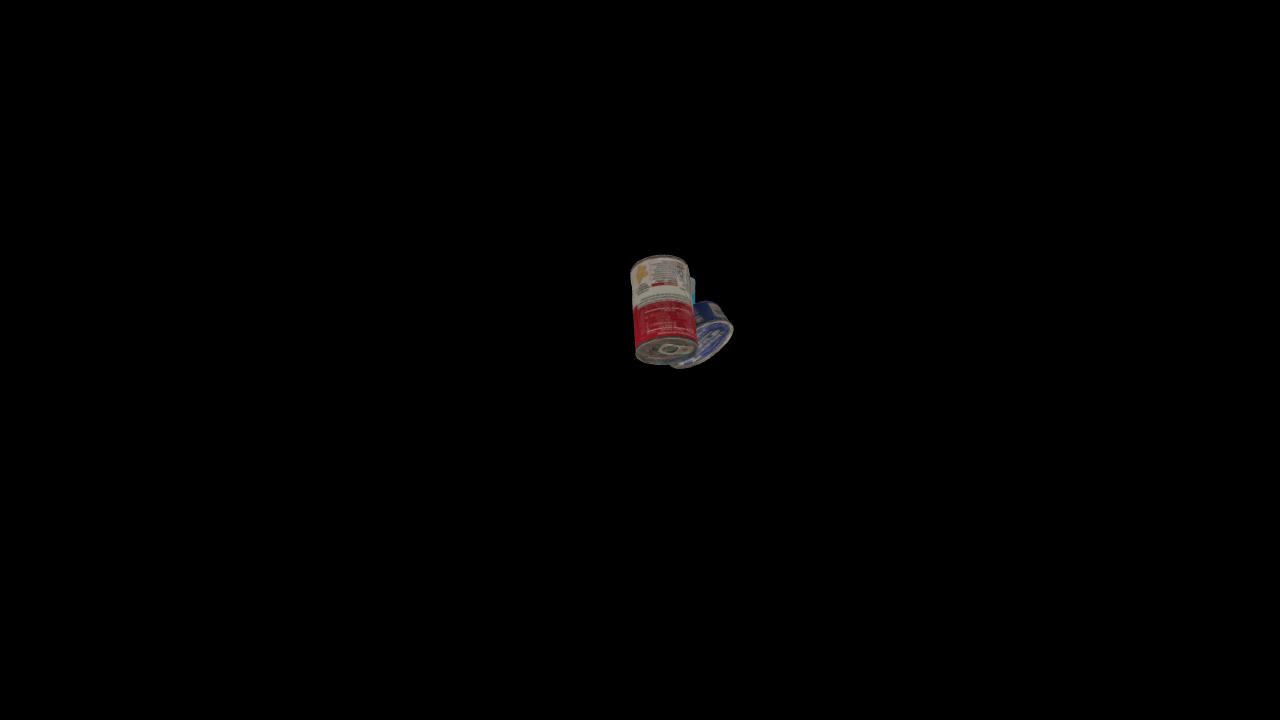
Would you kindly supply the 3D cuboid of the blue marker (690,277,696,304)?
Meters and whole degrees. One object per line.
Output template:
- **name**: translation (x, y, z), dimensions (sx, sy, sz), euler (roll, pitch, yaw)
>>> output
- **blue marker**: translation (0.059, -0.047, 0.753), dimensions (0.020, 0.121, 0.020), euler (-3, 41, 3)

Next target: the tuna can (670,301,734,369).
- **tuna can**: translation (0.062, -0.029, 0.701), dimensions (0.084, 0.034, 0.084), euler (-23, -27, -13)

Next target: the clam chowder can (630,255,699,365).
- **clam chowder can**: translation (0.025, -0.054, 0.665), dimensions (0.068, 0.102, 0.068), euler (-3, -23, -1)
